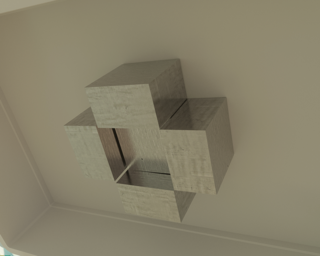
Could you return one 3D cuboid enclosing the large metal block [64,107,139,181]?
[{"bbox_3d":[-0.071,0.013,0.418,0.050,0.080,0.080,1,119,28],"label":"large metal block"}]

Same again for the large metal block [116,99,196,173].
[{"bbox_3d":[-0.005,0.010,0.398,0.080,0.050,0.080,1,119,28],"label":"large metal block"}]

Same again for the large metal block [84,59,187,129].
[{"bbox_3d":[-0.024,-0.040,0.359,0.080,0.080,0.050,1,119,28],"label":"large metal block"}]

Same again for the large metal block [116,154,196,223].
[{"bbox_3d":[0.002,0.074,0.416,0.080,0.080,0.050,2,119,27],"label":"large metal block"}]

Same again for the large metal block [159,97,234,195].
[{"bbox_3d":[0.047,0.018,0.358,0.050,0.080,0.080,1,119,28],"label":"large metal block"}]
